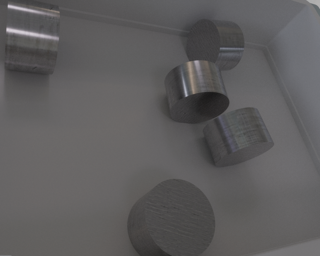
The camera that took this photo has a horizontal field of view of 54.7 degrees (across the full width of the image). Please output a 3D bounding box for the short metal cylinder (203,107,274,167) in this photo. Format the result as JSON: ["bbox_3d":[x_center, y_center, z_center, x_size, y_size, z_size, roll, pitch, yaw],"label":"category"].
[{"bbox_3d":[0.104,0.014,0.418,0.081,0.080,0.050,-4,64,-30],"label":"short metal cylinder"}]

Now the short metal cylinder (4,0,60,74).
[{"bbox_3d":[-0.148,-0.104,0.354,0.050,0.080,0.080,3,60,-27],"label":"short metal cylinder"}]

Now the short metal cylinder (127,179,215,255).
[{"bbox_3d":[0.011,0.101,0.334,0.081,0.050,0.080,14,56,-21],"label":"short metal cylinder"}]

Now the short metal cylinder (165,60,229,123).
[{"bbox_3d":[0.049,-0.047,0.426,0.081,0.080,0.050,5,60,-26],"label":"short metal cylinder"}]

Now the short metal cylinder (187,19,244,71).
[{"bbox_3d":[0.088,-0.132,0.498,0.050,0.080,0.080,-8,66,-32],"label":"short metal cylinder"}]
